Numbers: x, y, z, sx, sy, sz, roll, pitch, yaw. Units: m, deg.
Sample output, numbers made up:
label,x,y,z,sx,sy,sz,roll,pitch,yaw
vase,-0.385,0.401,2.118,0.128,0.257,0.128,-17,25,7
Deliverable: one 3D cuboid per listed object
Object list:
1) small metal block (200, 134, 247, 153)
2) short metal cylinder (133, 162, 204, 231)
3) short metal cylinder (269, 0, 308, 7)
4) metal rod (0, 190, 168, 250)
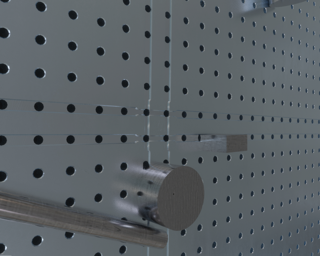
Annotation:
label,x,y,z,sx,sy,sz,roll,pitch,yaw
small metal block,0.098,0.022,0.476,0.050,0.050,0.025,-1,91,-40
short metal cylinder,0.012,0.087,0.403,0.081,0.050,0.079,0,90,-40
short metal cylinder,0.244,-0.263,0.578,0.081,0.080,0.050,-15,100,-39
metal rod,-0.106,0.092,0.321,0.301,0.025,0.025,28,73,-37
